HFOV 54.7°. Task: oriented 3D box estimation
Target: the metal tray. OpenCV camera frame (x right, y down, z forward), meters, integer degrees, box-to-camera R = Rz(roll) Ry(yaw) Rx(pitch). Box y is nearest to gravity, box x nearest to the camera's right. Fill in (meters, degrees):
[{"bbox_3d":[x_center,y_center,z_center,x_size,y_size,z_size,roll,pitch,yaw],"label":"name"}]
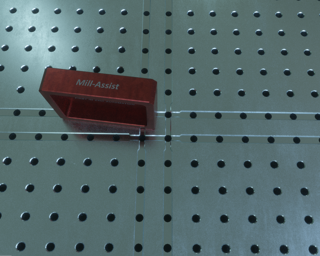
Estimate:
[{"bbox_3d":[-0.070,-0.034,0.388,0.131,0.090,0.030,7,70,2],"label":"metal tray"}]
